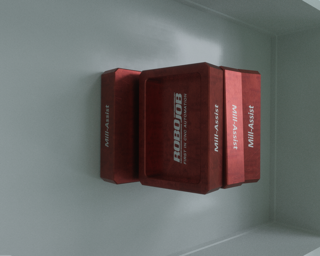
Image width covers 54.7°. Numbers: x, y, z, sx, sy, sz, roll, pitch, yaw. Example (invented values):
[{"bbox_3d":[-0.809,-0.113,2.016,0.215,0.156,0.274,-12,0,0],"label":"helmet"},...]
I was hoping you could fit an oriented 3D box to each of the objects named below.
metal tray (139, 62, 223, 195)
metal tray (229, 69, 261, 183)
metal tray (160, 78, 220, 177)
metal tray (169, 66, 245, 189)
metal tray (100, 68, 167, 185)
[{"bbox_3d":[0.021,0.000,0.336,0.030,0.090,0.129,0,90,-53],"label":"metal tray"},{"bbox_3d":[0.083,-0.002,0.389,0.030,0.090,0.129,0,90,-26],"label":"metal tray"},{"bbox_3d":[0.044,0.000,0.438,0.091,0.030,0.129,1,90,-40],"label":"metal tray"},{"bbox_3d":[0.051,0.000,0.364,0.030,0.090,0.129,0,88,-40],"label":"metal tray"},{"bbox_3d":[-0.025,-0.002,0.379,0.091,0.030,0.129,1,90,-40],"label":"metal tray"}]
